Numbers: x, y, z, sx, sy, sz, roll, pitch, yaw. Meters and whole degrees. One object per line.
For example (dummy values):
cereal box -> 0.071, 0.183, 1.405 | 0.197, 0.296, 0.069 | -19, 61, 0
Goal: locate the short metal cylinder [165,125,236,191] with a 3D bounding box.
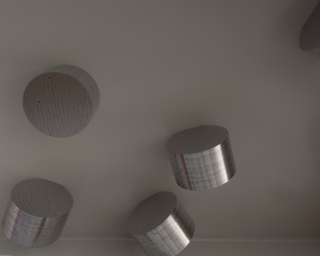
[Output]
short metal cylinder -> 0.052, 0.036, 0.395 | 0.080, 0.080, 0.050 | -14, 110, 5

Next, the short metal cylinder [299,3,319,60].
short metal cylinder -> 0.204, -0.110, 0.343 | 0.050, 0.080, 0.080 | 26, 108, -9

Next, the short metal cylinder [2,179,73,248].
short metal cylinder -> -0.166, 0.114, 0.422 | 0.080, 0.080, 0.050 | 22, 109, -8

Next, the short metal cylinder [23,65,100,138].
short metal cylinder -> -0.119, -0.034, 0.384 | 0.081, 0.050, 0.079 | 0, 110, 0

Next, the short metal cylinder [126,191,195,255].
short metal cylinder -> 0.001, 0.135, 0.432 | 0.080, 0.080, 0.050 | -29, 108, 10
